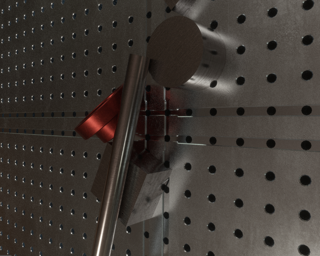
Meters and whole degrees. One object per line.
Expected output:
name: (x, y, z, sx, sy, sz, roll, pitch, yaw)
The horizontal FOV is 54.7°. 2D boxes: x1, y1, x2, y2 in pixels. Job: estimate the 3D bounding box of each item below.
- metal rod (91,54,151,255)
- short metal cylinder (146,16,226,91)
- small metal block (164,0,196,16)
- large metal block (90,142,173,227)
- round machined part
metal rod: (-0.054, 0.059, 0.386, 0.025, 0.025, 0.298, 20, 102, 38)
short metal cylinder: (0.030, -0.085, 0.367, 0.080, 0.050, 0.079, 0, 90, 39)
small metal block: (0.026, -0.179, 0.386, 0.050, 0.025, 0.050, -43, 64, 31)
large metal block: (-0.041, 0.072, 0.425, 0.080, 0.050, 0.079, 33, 111, 34)
round machined part: (-0.067, -0.017, 0.427, 0.098, 0.098, 0.042, -34, 105, 34)
